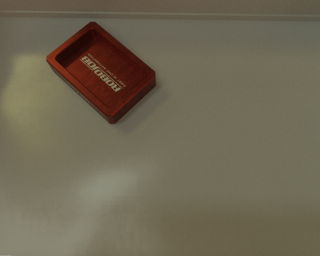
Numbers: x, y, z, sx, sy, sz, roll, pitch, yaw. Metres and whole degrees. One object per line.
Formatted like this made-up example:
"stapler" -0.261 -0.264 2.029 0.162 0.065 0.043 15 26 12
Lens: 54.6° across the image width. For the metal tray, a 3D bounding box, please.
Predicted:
"metal tray" -0.081 -0.080 0.435 0.130 0.030 0.090 42 75 13
